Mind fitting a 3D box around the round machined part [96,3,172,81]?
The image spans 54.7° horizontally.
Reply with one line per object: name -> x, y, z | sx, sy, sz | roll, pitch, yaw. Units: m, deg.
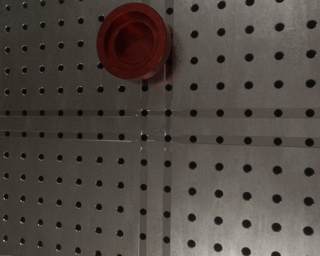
round machined part -> -0.031, -0.111, 0.414 | 0.098, 0.042, 0.097 | 0, 90, 19
